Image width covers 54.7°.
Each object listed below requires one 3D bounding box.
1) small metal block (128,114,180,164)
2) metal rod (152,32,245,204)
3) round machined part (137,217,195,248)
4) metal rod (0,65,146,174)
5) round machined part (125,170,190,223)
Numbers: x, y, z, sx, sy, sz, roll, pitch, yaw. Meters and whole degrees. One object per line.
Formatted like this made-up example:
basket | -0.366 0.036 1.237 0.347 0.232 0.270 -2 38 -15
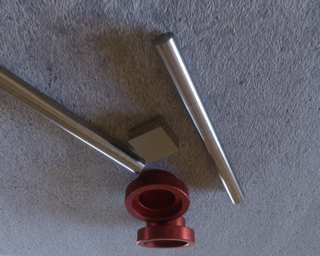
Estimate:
small metal block | -0.008 0.016 0.421 0.050 0.025 0.050 -24 126 19
metal rod | 0.064 0.009 0.415 0.025 0.025 0.299 -19 128 15
round machined part | 0.010 0.178 0.535 0.099 0.042 0.098 0 150 0
metal rod | -0.137 -0.023 0.385 0.301 0.025 0.025 37 121 -27
round machined part | -0.004 0.103 0.484 0.099 0.042 0.097 0 130 0
